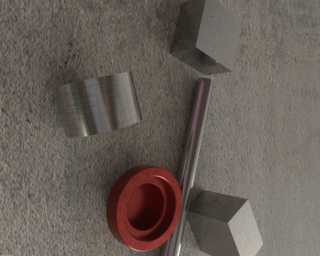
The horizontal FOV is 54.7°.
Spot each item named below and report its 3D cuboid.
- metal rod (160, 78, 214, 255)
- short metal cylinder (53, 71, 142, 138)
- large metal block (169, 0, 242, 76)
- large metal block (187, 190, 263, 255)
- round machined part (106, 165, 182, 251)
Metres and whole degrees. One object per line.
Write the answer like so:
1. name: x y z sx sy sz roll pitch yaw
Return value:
1. metal rod: 0.036 0.073 0.437 0.025 0.025 0.299 21 77 -38
2. short metal cylinder: -0.063 -0.025 0.318 0.081 0.080 0.050 -20 103 -39
3. large metal block: 0.068 -0.131 0.447 0.080 0.050 0.080 21 77 -38
4. large metal block: 0.091 0.143 0.448 0.050 0.080 0.080 -35 112 -35
5. round machined part: -0.023 0.094 0.377 0.099 0.042 0.097 0 90 -40
